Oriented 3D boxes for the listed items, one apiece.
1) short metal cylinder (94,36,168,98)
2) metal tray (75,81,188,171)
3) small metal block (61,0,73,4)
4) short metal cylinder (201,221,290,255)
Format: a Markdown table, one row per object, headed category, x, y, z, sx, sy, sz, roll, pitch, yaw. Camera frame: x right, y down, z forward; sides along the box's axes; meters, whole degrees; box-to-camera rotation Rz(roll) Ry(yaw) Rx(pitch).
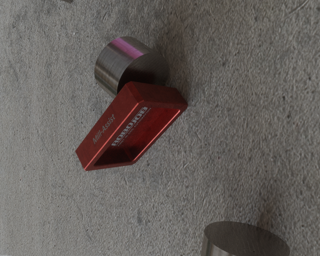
| category | x | y | z | sx | sy | sz | roll | pitch | yaw |
| --- | --- | --- | --- | --- | --- | --- | --- | --- | --- |
| short metal cylinder | -0.036 | -0.070 | 0.399 | 0.050 | 0.081 | 0.079 | 40 | 115 | 32 |
| metal tray | -0.036 | 0.001 | 0.392 | 0.129 | 0.091 | 0.030 | -48 | 62 | 29 |
| small metal block | -0.165 | -0.256 | 0.541 | 0.050 | 0.025 | 0.050 | -49 | 61 | 29 |
| short metal cylinder | 0.080 | 0.132 | 0.303 | 0.080 | 0.081 | 0.050 | 13 | 98 | 39 |
